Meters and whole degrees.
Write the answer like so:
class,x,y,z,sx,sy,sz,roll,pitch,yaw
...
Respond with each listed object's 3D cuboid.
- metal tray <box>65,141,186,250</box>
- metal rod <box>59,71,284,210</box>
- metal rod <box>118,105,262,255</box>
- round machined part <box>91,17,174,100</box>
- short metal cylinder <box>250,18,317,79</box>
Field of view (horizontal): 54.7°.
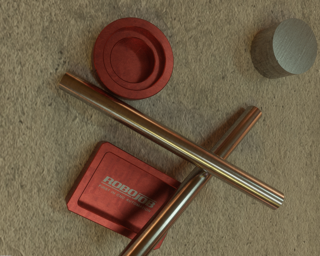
class,x,y,z,sx,sy,sz,roll,pitch,yaw
metal tray,-0.039,0.085,0.392,0.130,0.030,0.090,32,80,-18
metal rod,0.017,0.017,0.378,0.301,0.025,0.025,30,80,-4
metal rod,0.044,0.070,0.394,0.301,0.025,0.025,-44,104,-27
round machined part,-0.036,-0.083,0.387,0.099,0.042,0.097,0,90,-20
short metal cylinder,0.185,-0.117,0.464,0.081,0.050,0.080,0,90,-20
